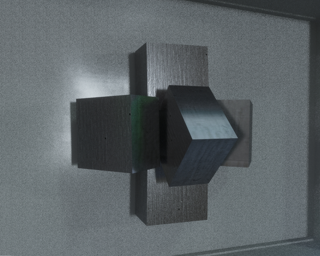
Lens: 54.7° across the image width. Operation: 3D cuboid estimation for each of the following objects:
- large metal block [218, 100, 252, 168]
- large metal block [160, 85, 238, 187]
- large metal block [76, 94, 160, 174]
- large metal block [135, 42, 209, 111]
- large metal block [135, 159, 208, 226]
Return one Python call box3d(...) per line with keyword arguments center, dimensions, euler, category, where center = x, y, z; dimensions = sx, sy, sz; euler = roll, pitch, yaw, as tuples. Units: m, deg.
box3d(center=(0.093, 0.006, 0.407), dimensions=(0.050, 0.080, 0.080), euler=(1, 90, 19), category="large metal block")
box3d(center=(0.033, 0.009, 0.350), dimensions=(0.050, 0.079, 0.080), euler=(-1, 47, -21), category="large metal block")
box3d(center=(-0.048, 0.006, 0.354), dimensions=(0.050, 0.080, 0.079), euler=(-3, 92, -57), category="large metal block")
box3d(center=(0.015, -0.062, 0.398), dimensions=(0.081, 0.050, 0.080), euler=(-2, 91, -20), category="large metal block")
box3d(center=(0.014, 0.076, 0.401), dimensions=(0.081, 0.050, 0.080), euler=(1, 90, -20), category="large metal block")
